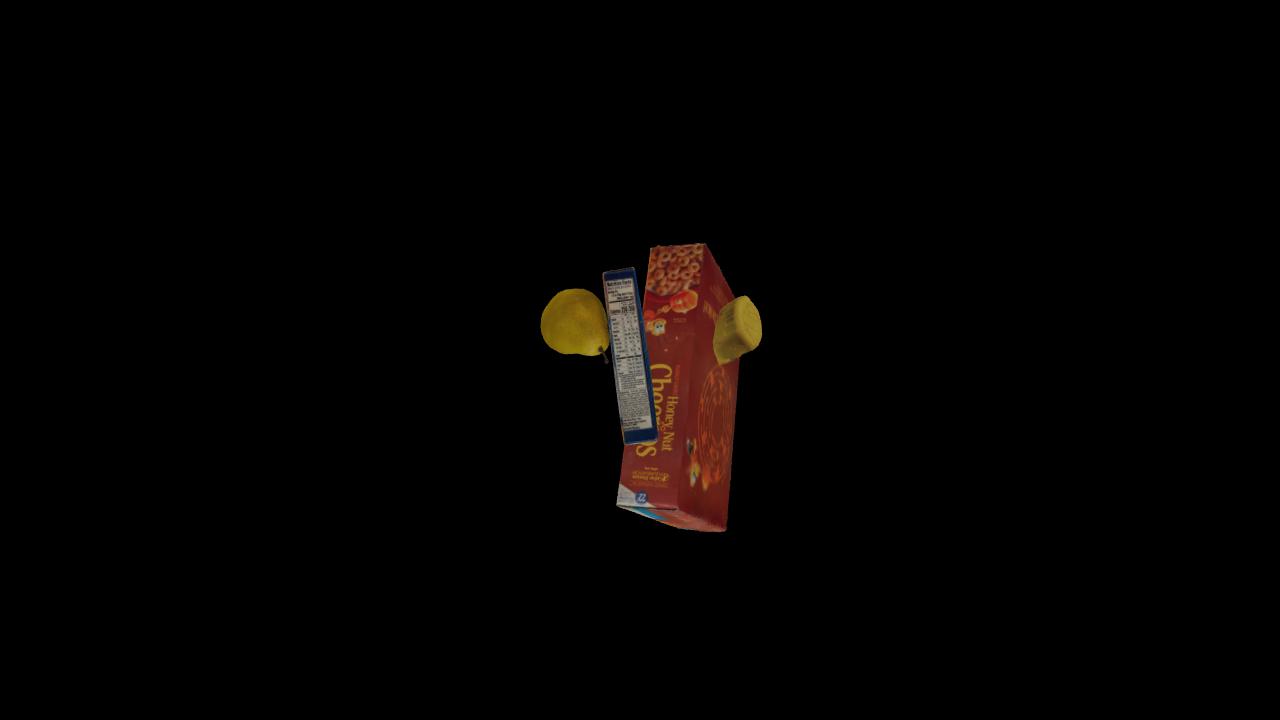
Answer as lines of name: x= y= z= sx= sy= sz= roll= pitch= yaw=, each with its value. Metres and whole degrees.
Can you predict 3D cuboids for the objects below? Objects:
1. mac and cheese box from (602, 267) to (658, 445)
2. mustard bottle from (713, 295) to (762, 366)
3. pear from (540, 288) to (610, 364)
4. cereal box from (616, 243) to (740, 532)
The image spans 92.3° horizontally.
mac and cheese box: x=-0.010 y=0.002 z=0.676 sx=0.041 sy=0.184 sz=0.093 roll=-8 pitch=-10 yaw=1
mustard bottle: x=0.060 y=-0.010 z=0.763 sx=0.184 sy=0.054 sz=0.092 roll=-28 pitch=29 yaw=31
pear: x=-0.063 y=-0.036 z=0.701 sx=0.080 sy=0.080 sz=0.111 roll=0 pitch=21 yaw=-43
cereal box: x=0.059 y=0.042 z=0.743 sx=0.081 sy=0.306 sz=0.203 roll=0 pitch=-19 yaw=23
